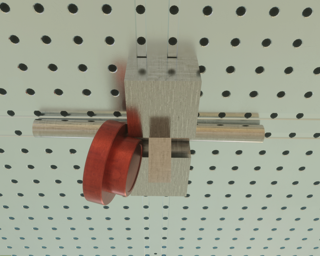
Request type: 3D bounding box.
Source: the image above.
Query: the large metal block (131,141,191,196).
[{"bbox_3d":[-0.001,0.052,0.440,0.081,0.050,0.079,1,130,-1],"label":"large metal block"}]

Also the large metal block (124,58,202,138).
[{"bbox_3d":[0.003,-0.035,0.366,0.081,0.050,0.079,0,130,-1],"label":"large metal block"}]

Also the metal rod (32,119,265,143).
[{"bbox_3d":[-0.013,0.004,0.415,0.302,0.025,0.025,1,130,-2],"label":"metal rod"}]

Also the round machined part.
[{"bbox_3d":[-0.049,0.042,0.361,0.042,0.098,0.097,13,131,8],"label":"round machined part"}]

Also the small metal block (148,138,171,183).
[{"bbox_3d":[0.000,0.037,0.369,0.025,0.050,0.050,1,86,-1],"label":"small metal block"}]
